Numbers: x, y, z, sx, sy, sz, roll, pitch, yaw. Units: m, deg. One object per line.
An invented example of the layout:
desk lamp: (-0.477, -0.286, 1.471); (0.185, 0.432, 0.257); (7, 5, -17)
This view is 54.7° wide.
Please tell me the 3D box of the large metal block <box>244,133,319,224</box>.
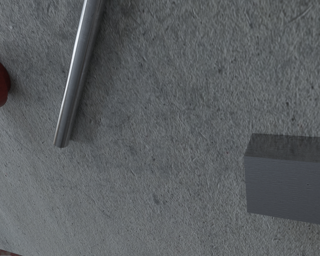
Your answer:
large metal block: (0.142, 0.055, 0.349); (0.080, 0.050, 0.079); (3, 120, 26)

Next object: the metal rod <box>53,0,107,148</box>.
metal rod: (-0.108, -0.081, 0.411); (0.025, 0.025, 0.298); (32, 128, 7)

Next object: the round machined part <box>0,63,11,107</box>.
round machined part: (-0.280, -0.077, 0.493); (0.098, 0.042, 0.097); (13, 124, 20)
